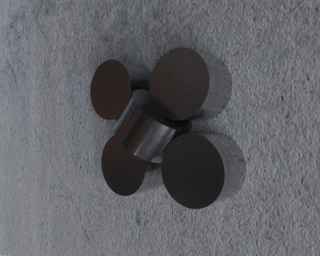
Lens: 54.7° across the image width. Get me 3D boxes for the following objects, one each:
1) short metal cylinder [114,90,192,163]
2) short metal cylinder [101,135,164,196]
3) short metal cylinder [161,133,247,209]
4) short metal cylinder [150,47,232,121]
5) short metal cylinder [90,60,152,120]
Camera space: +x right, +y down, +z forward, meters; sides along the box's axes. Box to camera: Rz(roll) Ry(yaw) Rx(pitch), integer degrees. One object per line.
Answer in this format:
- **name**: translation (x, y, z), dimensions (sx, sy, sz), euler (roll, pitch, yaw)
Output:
- **short metal cylinder**: translation (-0.009, -0.003, 0.376), dimensions (0.080, 0.081, 0.050), euler (47, 118, 29)
- **short metal cylinder**: translation (-0.032, 0.046, 0.413), dimensions (0.080, 0.050, 0.079), euler (0, 90, 39)
- **short metal cylinder**: translation (0.048, 0.046, 0.347), dimensions (0.080, 0.050, 0.079), euler (0, 90, 39)
- **short metal cylinder**: translation (0.035, -0.048, 0.357), dimensions (0.080, 0.050, 0.079), euler (0, 90, 39)
- **short metal cylinder**: translation (-0.051, -0.051, 0.429), dimensions (0.080, 0.050, 0.079), euler (0, 90, 39)
